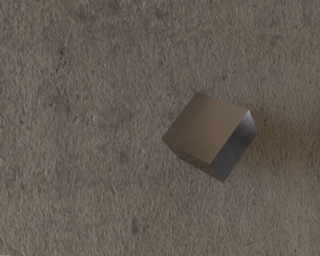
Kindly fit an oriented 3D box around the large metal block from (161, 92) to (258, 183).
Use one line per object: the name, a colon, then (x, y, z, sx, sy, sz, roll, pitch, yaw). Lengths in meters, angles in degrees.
large metal block: (0.063, 0.010, 0.395, 0.080, 0.080, 0.050, -52, 138, -12)
